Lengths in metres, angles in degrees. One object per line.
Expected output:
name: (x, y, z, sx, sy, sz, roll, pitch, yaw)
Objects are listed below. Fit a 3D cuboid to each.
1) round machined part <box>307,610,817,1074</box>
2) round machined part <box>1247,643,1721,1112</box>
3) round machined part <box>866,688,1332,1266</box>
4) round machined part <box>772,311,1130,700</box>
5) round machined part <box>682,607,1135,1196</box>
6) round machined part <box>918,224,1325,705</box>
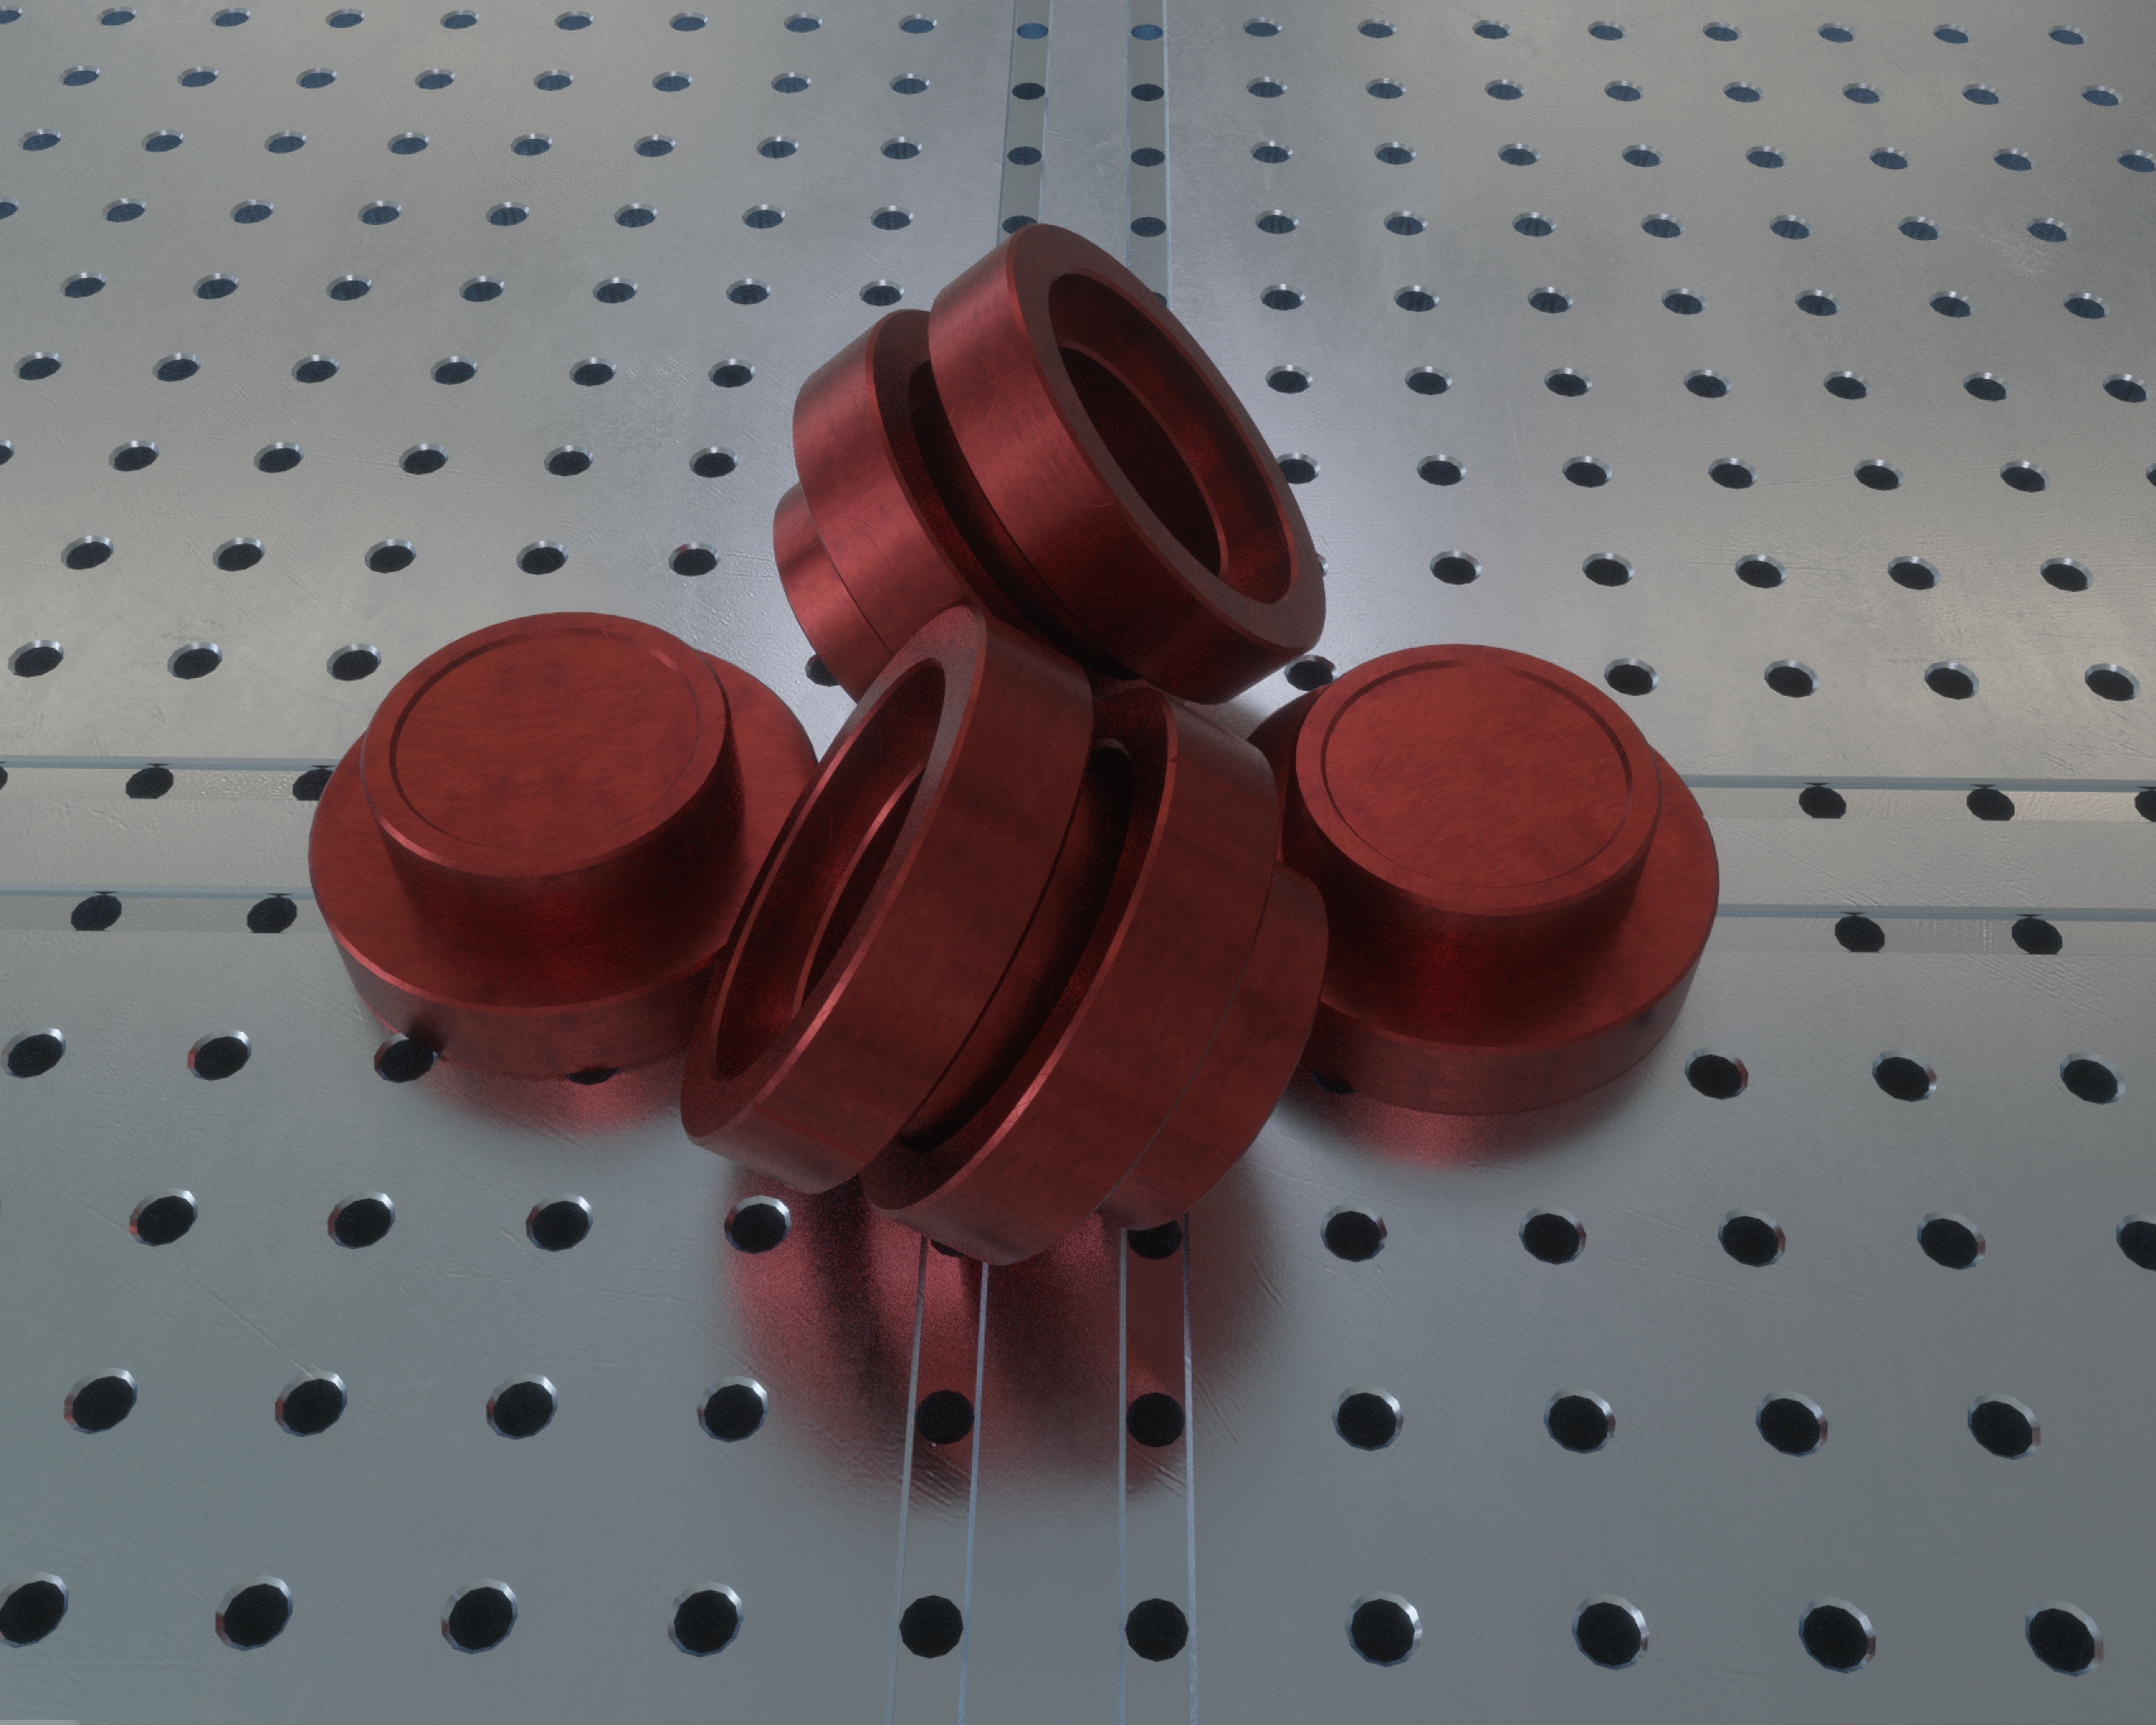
round machined part: (-0.099, -0.011, 0.405, 0.099, 0.042, 0.098, 0, 50, 0)
round machined part: (0.074, -0.004, 0.401, 0.099, 0.042, 0.098, 0, 50, 0)
round machined part: (0.006, 0.023, 0.353, 0.042, 0.098, 0.098, 29, 48, -18)
round machined part: (-0.023, -0.059, 0.425, 0.042, 0.098, 0.098, -32, 45, 26)
round machined part: (-0.023, 0.010, 0.346, 0.042, 0.098, 0.098, 28, 48, -18)
round machined part: (0.003, -0.073, 0.413, 0.042, 0.098, 0.098, -32, 45, 26)
